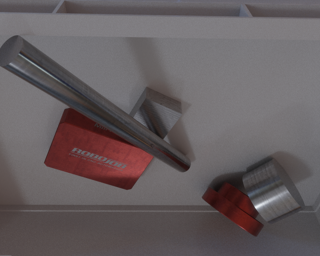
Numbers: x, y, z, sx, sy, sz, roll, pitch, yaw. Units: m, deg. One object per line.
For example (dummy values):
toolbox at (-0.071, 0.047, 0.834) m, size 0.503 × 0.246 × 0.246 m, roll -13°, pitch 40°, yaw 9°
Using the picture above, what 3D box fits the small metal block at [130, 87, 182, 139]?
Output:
small metal block at (-0.007, -0.017, 0.394) m, size 0.050 × 0.025 × 0.050 m, roll 22°, pitch 126°, yaw -19°

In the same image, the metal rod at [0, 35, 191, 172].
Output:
metal rod at (-0.035, 0.000, 0.335) m, size 0.025 × 0.025 × 0.301 m, roll -24°, pitch 149°, yaw 19°

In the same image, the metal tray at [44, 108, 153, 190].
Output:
metal tray at (-0.083, 0.034, 0.433) m, size 0.131 × 0.030 × 0.089 m, roll 21°, pitch 127°, yaw -17°

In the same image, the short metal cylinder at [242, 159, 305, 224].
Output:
short metal cylinder at (0.165, 0.092, 0.453) m, size 0.050 × 0.080 × 0.080 m, roll -36°, pitch 122°, yaw 22°

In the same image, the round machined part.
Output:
round machined part at (0.117, 0.119, 0.477) m, size 0.098 × 0.098 × 0.042 m, roll 37°, pitch 86°, yaw -28°
